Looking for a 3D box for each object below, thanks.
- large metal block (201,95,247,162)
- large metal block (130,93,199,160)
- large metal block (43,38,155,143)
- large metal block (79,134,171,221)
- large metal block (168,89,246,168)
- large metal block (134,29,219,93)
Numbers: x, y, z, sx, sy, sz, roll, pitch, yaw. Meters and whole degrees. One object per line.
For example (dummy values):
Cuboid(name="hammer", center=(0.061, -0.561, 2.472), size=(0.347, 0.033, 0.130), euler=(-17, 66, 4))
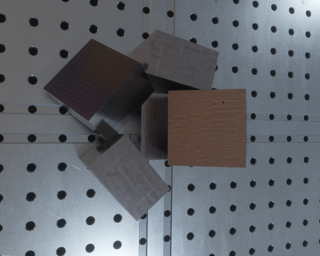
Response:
Cuboid(name="large metal block", center=(0.086, 0.000, 0.406), size=(0.050, 0.080, 0.080), euler=(0, 90, 18))
Cuboid(name="large metal block", center=(0.007, -0.002, 0.402), size=(0.081, 0.050, 0.080), euler=(1, 90, -20))
Cuboid(name="large metal block", center=(-0.068, -0.044, 0.351), size=(0.080, 0.080, 0.050), euler=(-51, 150, -13))
Cuboid(name="large metal block", center=(-0.045, 0.053, 0.365), size=(0.050, 0.080, 0.080), euler=(-42, 104, -16))
Cuboid(name="large metal block", center=(0.054, 0.000, 0.345), size=(0.080, 0.050, 0.080), euler=(0, 89, 14))
Cuboid(name="large metal block", center=(0.014, -0.075, 0.389), size=(0.081, 0.080, 0.050), euler=(14, 85, -19))
